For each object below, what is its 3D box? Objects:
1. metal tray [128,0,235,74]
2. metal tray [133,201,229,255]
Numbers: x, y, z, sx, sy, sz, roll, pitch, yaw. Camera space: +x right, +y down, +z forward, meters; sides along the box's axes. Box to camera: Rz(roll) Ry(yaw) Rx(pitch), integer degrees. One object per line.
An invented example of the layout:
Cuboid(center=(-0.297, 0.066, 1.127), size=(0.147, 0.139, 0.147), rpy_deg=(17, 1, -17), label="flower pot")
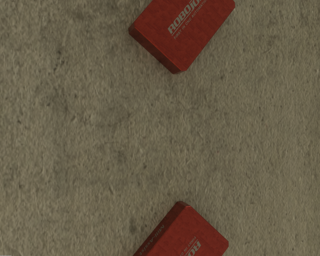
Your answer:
Cuboid(center=(0.032, -0.150, 0.419), size=(0.090, 0.030, 0.130), rpy_deg=(40, 77, -16), label="metal tray")
Cuboid(center=(0.021, 0.177, 0.416), size=(0.090, 0.030, 0.130), rpy_deg=(46, 76, -15), label="metal tray")
